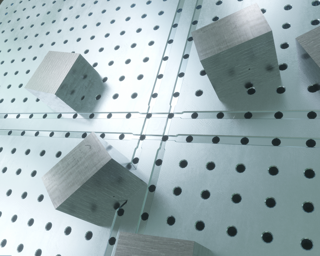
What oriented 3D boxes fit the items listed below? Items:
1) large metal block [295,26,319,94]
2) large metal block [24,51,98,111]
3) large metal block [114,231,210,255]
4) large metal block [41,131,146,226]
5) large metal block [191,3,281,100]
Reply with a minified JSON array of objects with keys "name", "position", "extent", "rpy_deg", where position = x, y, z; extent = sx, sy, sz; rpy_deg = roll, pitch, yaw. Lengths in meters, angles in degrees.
[{"name":"large metal block","position":[0.205,-0.074,0.330],"extent":[0.080,0.050,0.080],"rpy_deg":[-26,53,12]},{"name":"large metal block","position":[-0.168,-0.082,0.528],"extent":[0.080,0.050,0.080],"rpy_deg":[13,68,33]},{"name":"large metal block","position":[-0.002,0.151,0.300],"extent":[0.080,0.050,0.080],"rpy_deg":[-2,61,26]},{"name":"large metal block","position":[-0.077,0.063,0.373],"extent":[0.080,0.080,0.050],"rpy_deg":[-42,51,-1]},{"name":"large metal block","position":[0.094,-0.090,0.378],"extent":[0.080,0.080,0.050],"rpy_deg":[-21,54,15]}]
